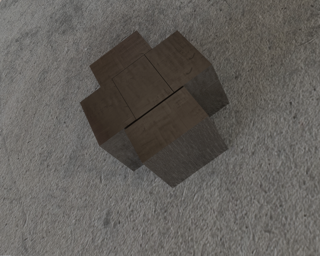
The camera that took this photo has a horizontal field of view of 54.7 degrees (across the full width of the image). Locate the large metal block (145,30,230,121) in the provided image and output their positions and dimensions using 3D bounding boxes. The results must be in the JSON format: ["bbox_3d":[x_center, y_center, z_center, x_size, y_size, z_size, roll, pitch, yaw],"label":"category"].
[{"bbox_3d":[0.035,-0.061,0.389,0.050,0.080,0.080,-36,51,4],"label":"large metal block"}]

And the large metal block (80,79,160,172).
[{"bbox_3d":[-0.047,-0.002,0.395,0.050,0.080,0.080,-36,51,4],"label":"large metal block"}]

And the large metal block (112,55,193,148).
[{"bbox_3d":[-0.006,-0.031,0.392,0.050,0.080,0.080,-36,51,4],"label":"large metal block"}]

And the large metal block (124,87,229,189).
[{"bbox_3d":[0.021,0.014,0.350,0.080,0.080,0.050,-36,51,4],"label":"large metal block"}]

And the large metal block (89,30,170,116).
[{"bbox_3d":[-0.036,-0.073,0.433,0.080,0.080,0.050,-36,51,4],"label":"large metal block"}]
